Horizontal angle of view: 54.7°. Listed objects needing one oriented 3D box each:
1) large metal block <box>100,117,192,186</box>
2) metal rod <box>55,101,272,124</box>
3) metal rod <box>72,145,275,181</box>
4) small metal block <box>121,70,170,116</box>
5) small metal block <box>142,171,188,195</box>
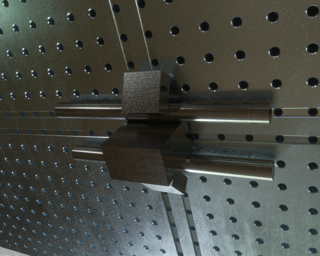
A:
[{"bbox_3d":[-0.014,0.025,0.392,0.080,0.080,0.050,2,119,27],"label":"large metal block"},{"bbox_3d":[-0.015,-0.022,0.400,0.301,0.025,0.025,2,120,27],"label":"metal rod"},{"bbox_3d":[0.000,0.045,0.434,0.301,0.025,0.025,2,120,27],"label":"metal rod"},{"bbox_3d":[-0.017,-0.041,0.375,0.050,0.025,0.050,1,84,27],"label":"small metal block"},{"bbox_3d":[0.005,0.072,0.433,0.050,0.025,0.050,3,157,26],"label":"small metal block"}]
